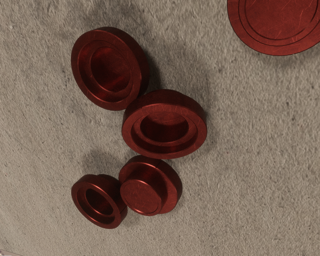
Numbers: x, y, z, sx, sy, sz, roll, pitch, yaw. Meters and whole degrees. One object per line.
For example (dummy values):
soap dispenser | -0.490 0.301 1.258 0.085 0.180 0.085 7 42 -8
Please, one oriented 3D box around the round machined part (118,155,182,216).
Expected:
round machined part | -0.020 0.092 0.462 0.098 0.042 0.097 13 124 20

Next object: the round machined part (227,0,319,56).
round machined part | 0.107 -0.110 0.271 0.098 0.042 0.097 13 124 20

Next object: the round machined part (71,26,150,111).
round machined part | -0.055 -0.074 0.376 0.098 0.042 0.097 14 123 22

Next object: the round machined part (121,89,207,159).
round machined part | 0.005 -0.008 0.370 0.099 0.042 0.097 0 138 1

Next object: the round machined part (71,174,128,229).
round machined part | -0.094 0.116 0.512 0.098 0.042 0.097 16 126 23
